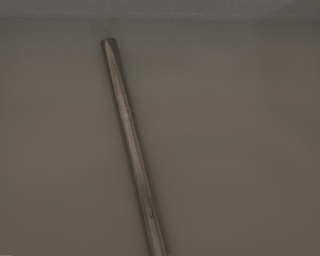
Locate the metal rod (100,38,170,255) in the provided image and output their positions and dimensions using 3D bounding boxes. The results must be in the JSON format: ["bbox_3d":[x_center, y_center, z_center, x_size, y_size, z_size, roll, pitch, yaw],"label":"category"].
[{"bbox_3d":[-0.038,0.011,0.405,0.025,0.025,0.299,-14,71,-5],"label":"metal rod"}]
